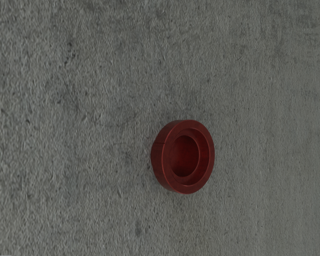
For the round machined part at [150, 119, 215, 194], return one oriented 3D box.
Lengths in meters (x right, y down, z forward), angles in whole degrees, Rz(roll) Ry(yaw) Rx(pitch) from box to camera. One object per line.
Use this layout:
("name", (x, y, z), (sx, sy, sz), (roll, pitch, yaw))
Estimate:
("round machined part", (0.026, 0.037, 0.419), (0.099, 0.042, 0.097), (0, 90, -40))
